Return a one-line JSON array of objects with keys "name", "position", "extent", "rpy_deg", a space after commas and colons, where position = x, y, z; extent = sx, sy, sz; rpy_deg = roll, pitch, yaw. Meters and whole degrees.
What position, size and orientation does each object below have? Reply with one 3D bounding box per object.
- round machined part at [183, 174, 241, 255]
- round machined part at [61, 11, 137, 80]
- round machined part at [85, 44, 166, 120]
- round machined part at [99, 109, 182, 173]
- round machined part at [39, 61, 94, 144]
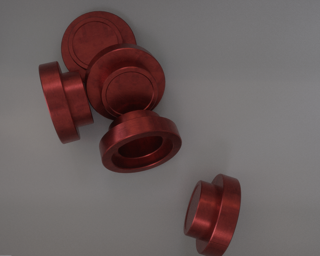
[{"name": "round machined part", "position": [0.059, 0.102, 0.375], "extent": [0.042, 0.098, 0.098], "rpy_deg": [18, 90, 0]}, {"name": "round machined part", "position": [-0.079, -0.104, 0.402], "extent": [0.099, 0.042, 0.097], "rpy_deg": [0, 90, 0]}, {"name": "round machined part", "position": [-0.040, -0.050, 0.379], "extent": [0.099, 0.042, 0.097], "rpy_deg": [-8, 123, -13]}, {"name": "round machined part", "position": [-0.026, 0.014, 0.382], "extent": [0.098, 0.098, 0.042], "rpy_deg": [-19, 59, 0]}, {"name": "round machined part", "position": [-0.109, -0.033, 0.375], "extent": [0.042, 0.098, 0.097], "rpy_deg": [-16, 90, -12]}]
